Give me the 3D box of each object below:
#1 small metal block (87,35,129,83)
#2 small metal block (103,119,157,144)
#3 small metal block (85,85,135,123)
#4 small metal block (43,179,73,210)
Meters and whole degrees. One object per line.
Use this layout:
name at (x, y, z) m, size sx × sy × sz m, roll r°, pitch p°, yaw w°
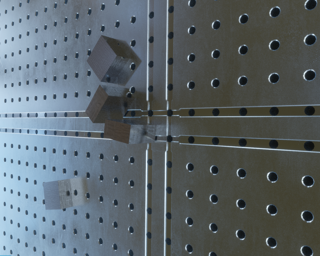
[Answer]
small metal block at (-0.081, -0.105, 0.478) m, size 0.050 × 0.025 × 0.050 m, roll -51°, pitch 60°, yaw 28°
small metal block at (-0.041, 0.004, 0.428) m, size 0.050 × 0.050 × 0.025 m, roll 12°, pitch 98°, yaw 39°
small metal block at (-0.073, -0.034, 0.455) m, size 0.025 × 0.050 × 0.050 m, roll 50°, pitch 119°, yaw 28°
small metal block at (-0.186, 0.121, 0.565) m, size 0.050 × 0.025 × 0.050 m, roll -14°, pitch 81°, yaw 39°
